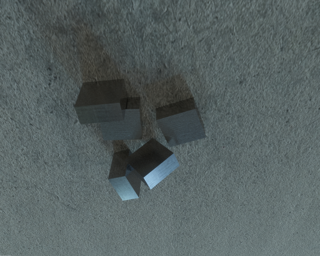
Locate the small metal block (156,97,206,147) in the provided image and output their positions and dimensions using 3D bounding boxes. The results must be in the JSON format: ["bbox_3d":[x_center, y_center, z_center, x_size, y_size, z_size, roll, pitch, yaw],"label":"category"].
[{"bbox_3d":[0.028,-0.007,0.402,0.050,0.025,0.050,-16,129,13],"label":"small metal block"}]

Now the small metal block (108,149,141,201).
[{"bbox_3d":[-0.049,0.068,0.447,0.025,0.050,0.050,-13,129,14],"label":"small metal block"}]

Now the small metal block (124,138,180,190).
[{"bbox_3d":[-0.011,0.047,0.417,0.050,0.050,0.025,-38,130,-16],"label":"small metal block"}]

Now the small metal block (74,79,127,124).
[{"bbox_3d":[-0.067,-0.032,0.363,0.050,0.050,0.025,-5,130,4],"label":"small metal block"}]

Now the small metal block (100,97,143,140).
[{"bbox_3d":[-0.049,-0.011,0.397,0.050,0.025,0.050,-2,130,1],"label":"small metal block"}]
